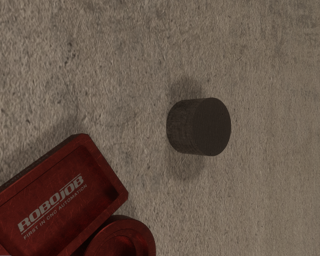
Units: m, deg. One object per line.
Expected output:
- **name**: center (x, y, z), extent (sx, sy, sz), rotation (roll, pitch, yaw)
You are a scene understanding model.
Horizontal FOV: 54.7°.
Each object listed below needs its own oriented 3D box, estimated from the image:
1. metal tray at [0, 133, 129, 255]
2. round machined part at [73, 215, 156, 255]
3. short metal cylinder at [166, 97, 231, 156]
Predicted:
- **metal tray**: center (-0.104, 0.077, 0.309), extent (0.131, 0.030, 0.090), rotation (-41, 109, -32)
- **round machined part**: center (-0.055, 0.147, 0.349), extent (0.099, 0.042, 0.097), rotation (0, 91, -40)
- **short metal cylinder**: center (0.055, -0.002, 0.437), extent (0.081, 0.050, 0.079), rotation (0, 90, -40)
